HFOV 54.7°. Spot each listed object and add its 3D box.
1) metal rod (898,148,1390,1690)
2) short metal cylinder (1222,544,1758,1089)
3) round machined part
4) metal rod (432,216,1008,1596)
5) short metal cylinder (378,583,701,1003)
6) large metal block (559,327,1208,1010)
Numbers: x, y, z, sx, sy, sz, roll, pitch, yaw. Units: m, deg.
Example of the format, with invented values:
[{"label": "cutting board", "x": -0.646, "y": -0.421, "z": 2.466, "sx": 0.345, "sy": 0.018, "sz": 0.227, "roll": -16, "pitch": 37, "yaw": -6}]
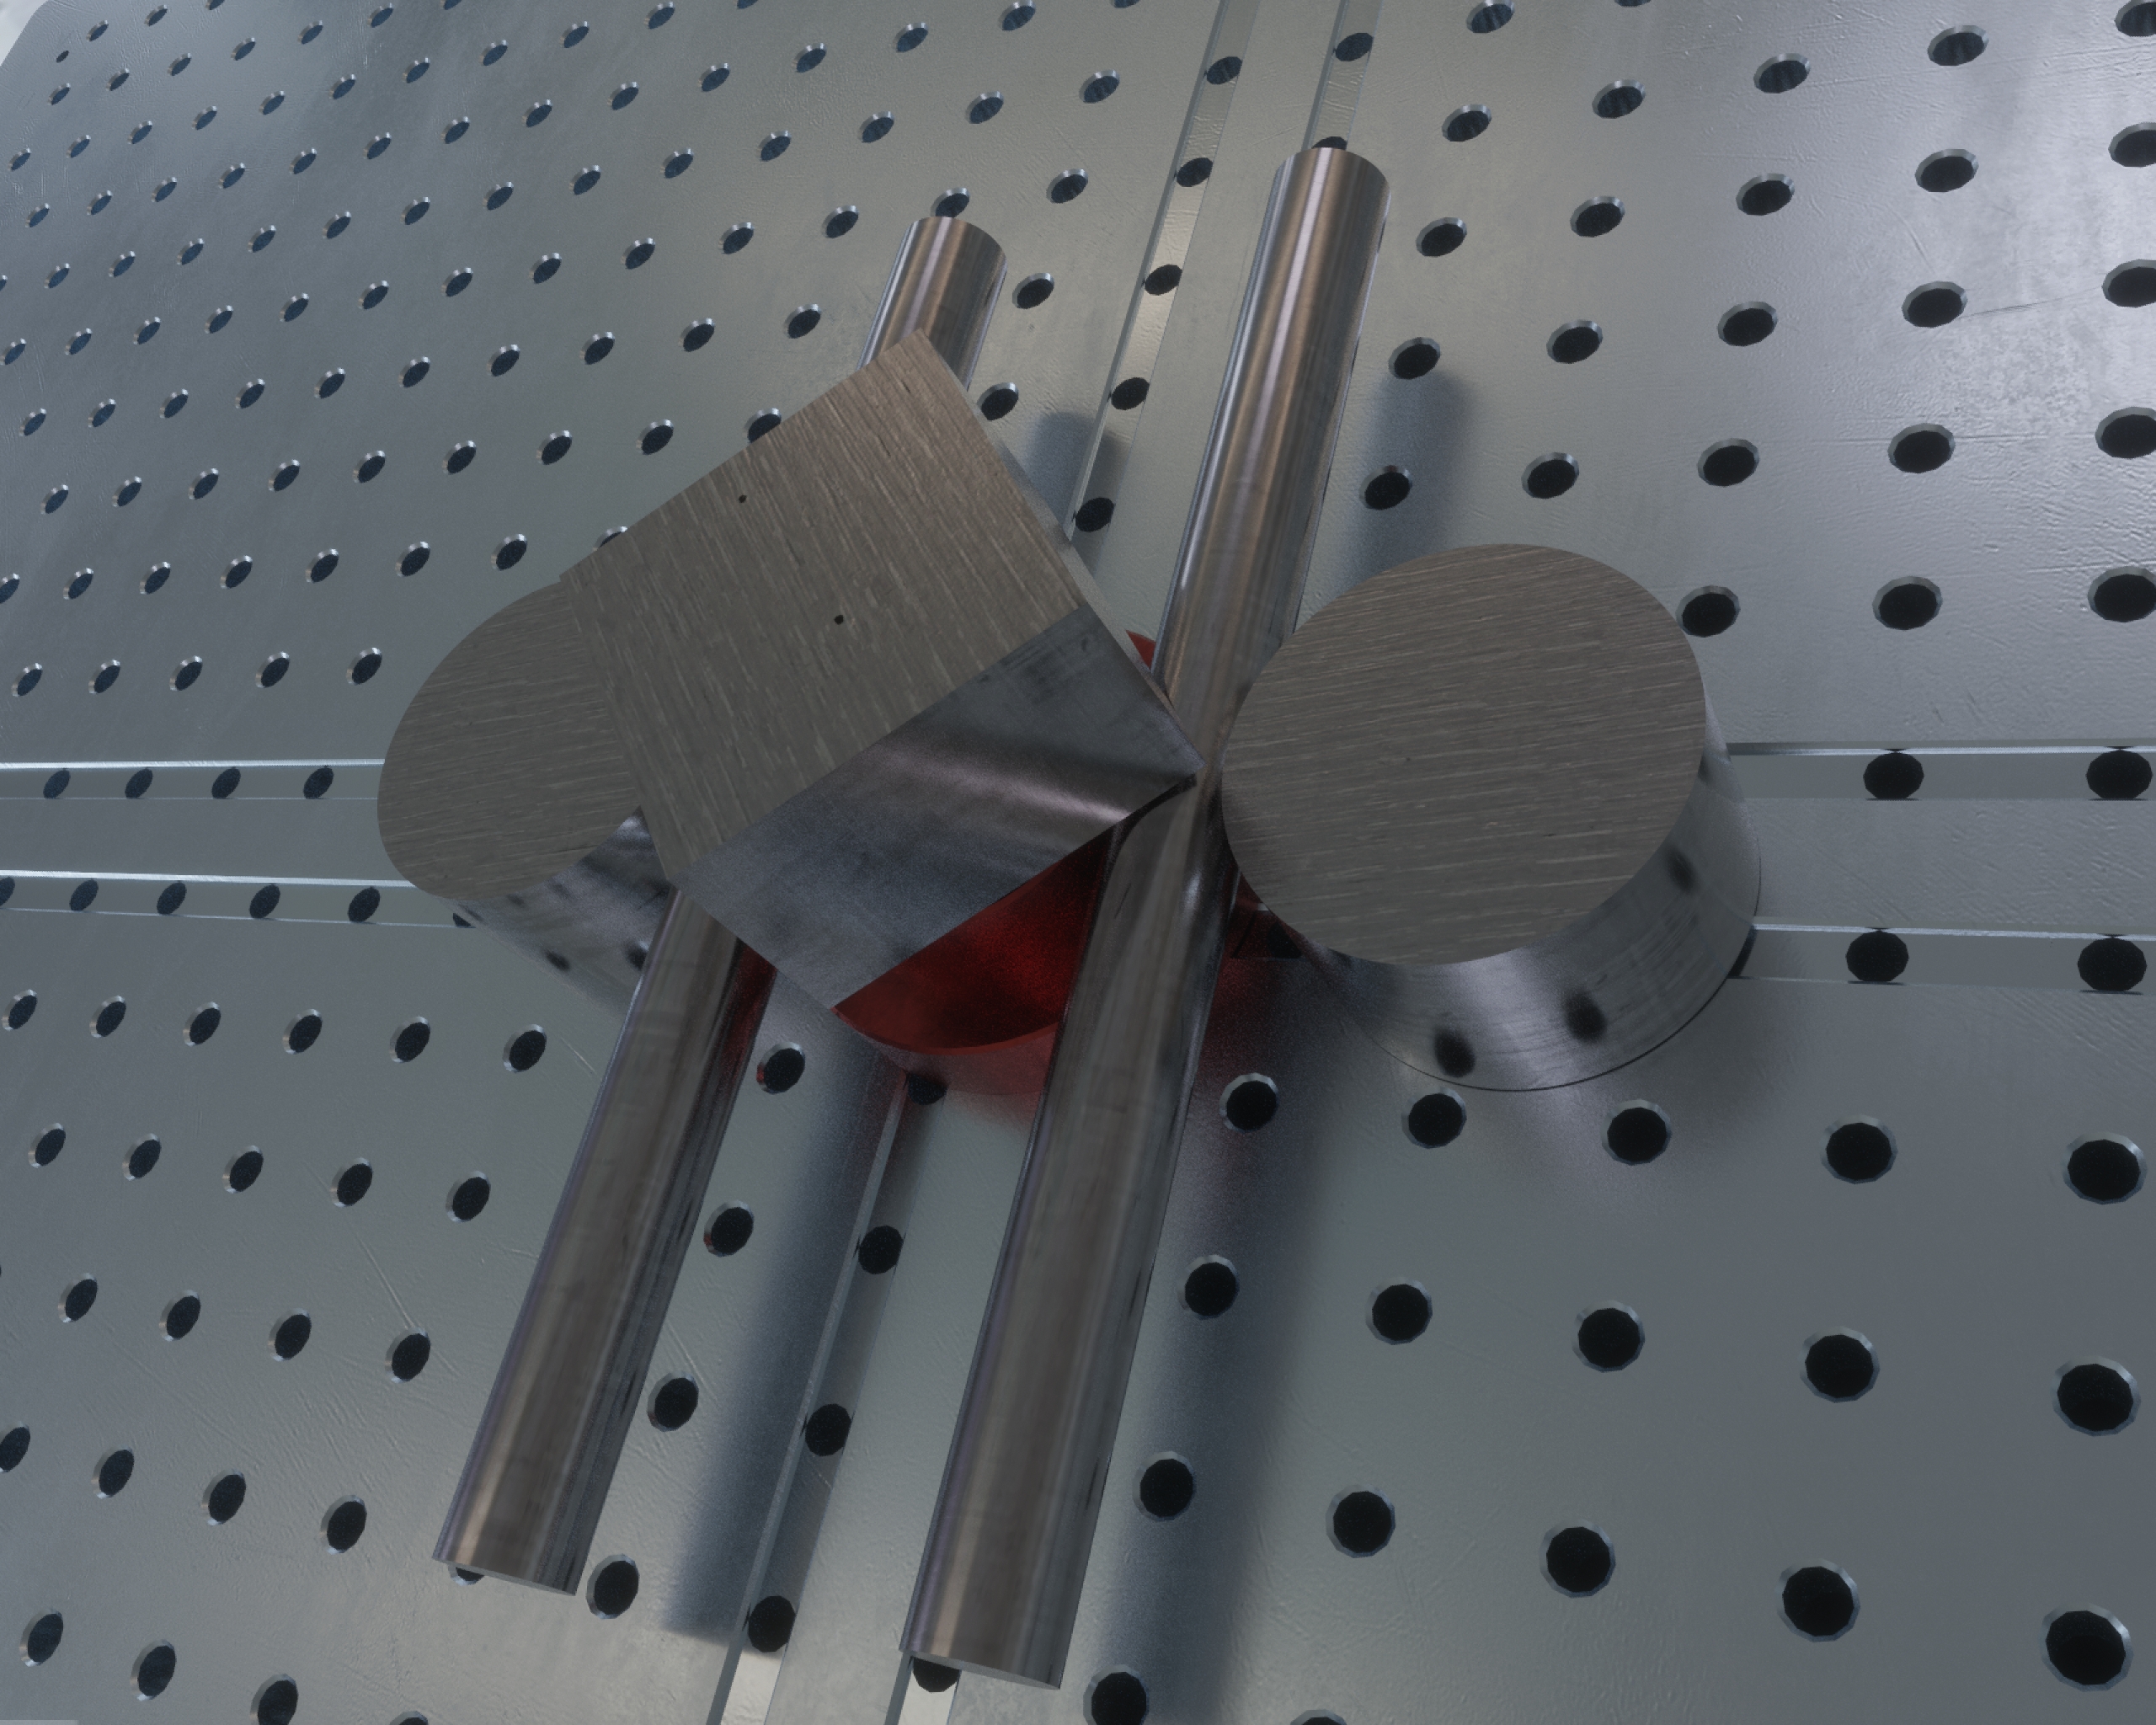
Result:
[{"label": "metal rod", "x": 0.019, "y": -0.010, "z": 0.377, "sx": 0.025, "sy": 0.025, "sz": 0.300, "roll": 0, "pitch": 62, "yaw": 28}, {"label": "short metal cylinder", "x": 0.071, "y": -0.008, "z": 0.359, "sx": 0.080, "sy": 0.050, "sz": 0.080, "roll": -13, "pitch": 56, "yaw": 21}, {"label": "round machined part", "x": -0.016, "y": -0.007, "z": 0.411, "sx": 0.098, "sy": 0.042, "sz": 0.098, "roll": -13, "pitch": 56, "yaw": 21}, {"label": "metal rod", "x": -0.063, "y": -0.009, "z": 0.420, "sx": 0.025, "sy": 0.025, "sz": 0.300, "roll": 1, "pitch": 62, "yaw": 28}, {"label": "short metal cylinder", "x": -0.104, "y": -0.016, "z": 0.456, "sx": 0.080, "sy": 0.050, "sz": 0.080, "roll": -13, "pitch": 56, "yaw": 21}, {"label": "large metal block", "x": -0.036, "y": -0.035, "z": 0.372, "sx": 0.080, "sy": 0.050, "sz": 0.080, "roll": -33, "pitch": 51, "yaw": 6}]
